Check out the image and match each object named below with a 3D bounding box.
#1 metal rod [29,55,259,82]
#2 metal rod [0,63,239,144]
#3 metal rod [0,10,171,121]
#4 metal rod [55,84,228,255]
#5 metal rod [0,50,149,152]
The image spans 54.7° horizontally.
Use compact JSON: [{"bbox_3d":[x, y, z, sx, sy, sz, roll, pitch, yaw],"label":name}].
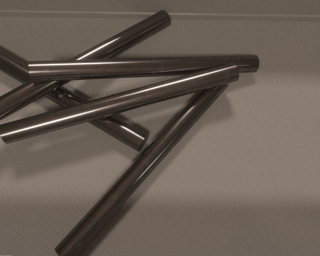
[{"bbox_3d":[-0.010,-0.080,0.410,0.302,0.025,0.025,-5,70,-14],"label":"metal rod"},{"bbox_3d":[-0.045,-0.034,0.393,0.302,0.025,0.025,-16,71,-6],"label":"metal rod"},{"bbox_3d":[-0.107,-0.086,0.419,0.302,0.025,0.025,-35,74,-20],"label":"metal rod"},{"bbox_3d":[-0.013,0.040,0.394,0.025,0.025,0.301,39,74,13],"label":"metal rod"},{"bbox_3d":[-0.150,-0.053,0.427,0.301,0.025,0.025,29,73,10],"label":"metal rod"}]
